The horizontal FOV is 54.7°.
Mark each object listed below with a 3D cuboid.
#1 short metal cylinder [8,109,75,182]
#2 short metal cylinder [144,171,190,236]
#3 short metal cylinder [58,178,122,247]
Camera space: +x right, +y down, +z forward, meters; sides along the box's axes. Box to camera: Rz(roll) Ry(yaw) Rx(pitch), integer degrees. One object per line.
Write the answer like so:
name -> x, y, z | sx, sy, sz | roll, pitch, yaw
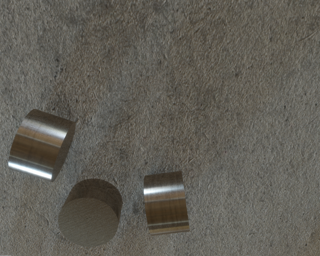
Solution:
short metal cylinder -> -0.144, 0.022, 0.387 | 0.050, 0.080, 0.079 | 19, 109, -7
short metal cylinder -> 0.010, 0.101, 0.418 | 0.050, 0.080, 0.079 | -8, 110, 3
short metal cylinder -> -0.096, 0.119, 0.439 | 0.081, 0.050, 0.079 | 0, 110, 0
